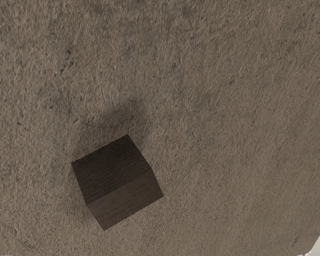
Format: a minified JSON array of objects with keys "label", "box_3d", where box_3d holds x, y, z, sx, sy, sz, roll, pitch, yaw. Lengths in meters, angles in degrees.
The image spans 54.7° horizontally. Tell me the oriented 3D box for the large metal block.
[{"label":"large metal block","box_3d":[-0.054,0.064,0.383,0.080,0.080,0.050,-28,128,-11]}]
